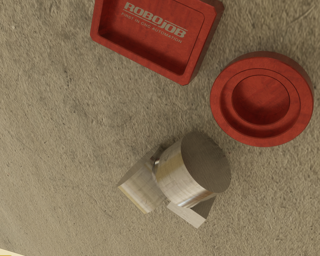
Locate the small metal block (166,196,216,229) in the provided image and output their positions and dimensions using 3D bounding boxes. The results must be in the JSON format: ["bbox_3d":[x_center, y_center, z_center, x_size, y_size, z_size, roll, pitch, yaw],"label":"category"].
[{"bbox_3d":[0.045,0.101,0.430,0.050,0.050,0.025,34,129,5],"label":"small metal block"}]

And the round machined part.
[{"bbox_3d":[0.105,-0.032,0.321,0.098,0.042,0.097,13,124,21],"label":"round machined part"}]

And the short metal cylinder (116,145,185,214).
[{"bbox_3d":[-0.013,0.069,0.420,0.050,0.080,0.080,47,129,-5],"label":"short metal cylinder"}]

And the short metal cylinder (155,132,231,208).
[{"bbox_3d":[0.041,0.051,0.382,0.080,0.080,0.050,46,129,-4],"label":"short metal cylinder"}]

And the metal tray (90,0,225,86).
[{"bbox_3d":[-0.008,-0.114,0.337,0.130,0.030,0.089,28,128,10],"label":"metal tray"}]
